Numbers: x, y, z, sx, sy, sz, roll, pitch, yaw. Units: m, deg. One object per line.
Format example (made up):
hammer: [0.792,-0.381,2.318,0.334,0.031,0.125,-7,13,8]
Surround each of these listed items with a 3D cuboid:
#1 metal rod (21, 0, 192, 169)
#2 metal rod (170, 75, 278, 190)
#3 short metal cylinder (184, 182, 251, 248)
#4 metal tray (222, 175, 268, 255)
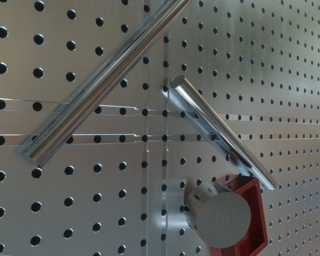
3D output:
metal rod: [-0.046,-0.075,0.371,0.025,0.025,0.301,52,59,-28]
metal rod: [0.118,0.022,0.511,0.300,0.025,0.025,43,64,-32]
short metal cylinder: [0.082,0.123,0.445,0.081,0.050,0.079,-2,97,-15]
metal tray: [0.139,0.157,0.525,0.091,0.030,0.129,-19,102,-39]
